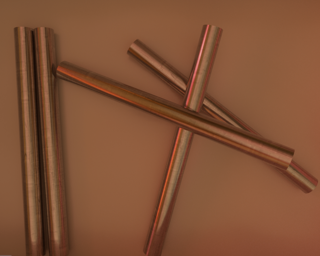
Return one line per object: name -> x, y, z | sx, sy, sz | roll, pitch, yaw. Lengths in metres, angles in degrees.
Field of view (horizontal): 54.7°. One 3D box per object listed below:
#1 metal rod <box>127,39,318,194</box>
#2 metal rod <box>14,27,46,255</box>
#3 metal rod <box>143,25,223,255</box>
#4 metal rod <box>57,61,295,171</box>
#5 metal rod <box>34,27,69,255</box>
metal rod -> 0.082, -0.015, 0.411 | 0.300, 0.025, 0.025 | 38, 90, 0
metal rod -> -0.172, 0.019, 0.409 | 0.025, 0.025, 0.298 | -3, 90, 0
metal rod -> 0.027, 0.022, 0.393 | 0.025, 0.025, 0.298 | 15, 97, 0
metal rod -> 0.005, -0.022, 0.371 | 0.301, 0.025, 0.025 | 23, 90, 16
metal rod -> -0.143, 0.019, 0.410 | 0.025, 0.025, 0.298 | -4, 90, 0
